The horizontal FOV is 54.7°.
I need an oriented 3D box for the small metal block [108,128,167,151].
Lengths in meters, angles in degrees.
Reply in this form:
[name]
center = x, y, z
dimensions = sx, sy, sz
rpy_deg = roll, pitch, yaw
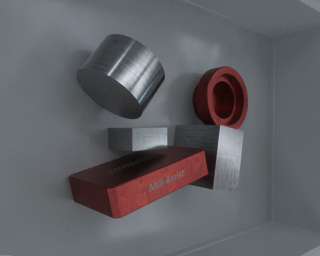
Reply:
[small metal block]
center = -0.027, 0.012, 0.370
dimensions = 0.050, 0.050, 0.025
rpy_deg = -1, 91, -40

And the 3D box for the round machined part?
[round machined part]
center = 0.088, -0.042, 0.471
dimensions = 0.099, 0.042, 0.097
rpy_deg = 1, 88, -41

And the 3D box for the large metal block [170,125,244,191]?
[large metal block]
center = 0.063, 0.039, 0.426
dimensions = 0.050, 0.080, 0.080
rpy_deg = 13, 82, -40

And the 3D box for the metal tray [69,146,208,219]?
[metal tray]
center = -0.022, 0.052, 0.347
dimensions = 0.131, 0.090, 0.030
rpy_deg = -17, 101, -39

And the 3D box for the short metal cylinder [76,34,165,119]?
[short metal cylinder]
center = -0.042, -0.054, 0.337
dimensions = 0.080, 0.080, 0.050
rpy_deg = 46, 63, -31
